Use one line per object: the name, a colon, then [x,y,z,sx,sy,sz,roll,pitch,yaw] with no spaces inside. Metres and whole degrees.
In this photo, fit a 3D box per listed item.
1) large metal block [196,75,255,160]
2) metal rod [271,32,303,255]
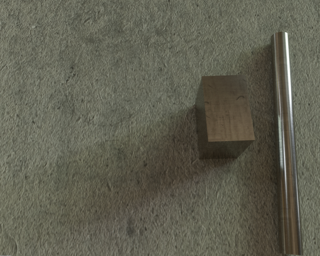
large metal block: [0.075,-0.010,0.383,0.050,0.080,0.080,-2,70,-1]
metal rod: [0.164,0.005,0.407,0.025,0.025,0.299,5,70,2]
